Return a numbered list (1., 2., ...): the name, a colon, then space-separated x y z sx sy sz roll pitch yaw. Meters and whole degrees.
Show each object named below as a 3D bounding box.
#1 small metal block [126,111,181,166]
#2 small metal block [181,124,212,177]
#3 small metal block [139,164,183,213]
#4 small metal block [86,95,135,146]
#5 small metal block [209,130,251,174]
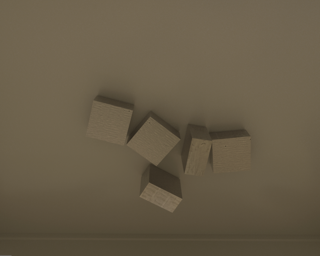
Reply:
1. small metal block: -0.009 0.014 0.414 0.050 0.025 0.050 37 106 -13
2. small metal block: 0.047 0.028 0.407 0.025 0.050 0.050 9 110 -4
3. small metal block: 0.001 0.082 0.426 0.050 0.050 0.025 29 108 -11
4. small metal block: -0.065 -0.010 0.404 0.050 0.025 0.050 14 109 -6
5. small metal block: 0.095 0.032 0.422 0.050 0.025 0.050 -5 110 1
